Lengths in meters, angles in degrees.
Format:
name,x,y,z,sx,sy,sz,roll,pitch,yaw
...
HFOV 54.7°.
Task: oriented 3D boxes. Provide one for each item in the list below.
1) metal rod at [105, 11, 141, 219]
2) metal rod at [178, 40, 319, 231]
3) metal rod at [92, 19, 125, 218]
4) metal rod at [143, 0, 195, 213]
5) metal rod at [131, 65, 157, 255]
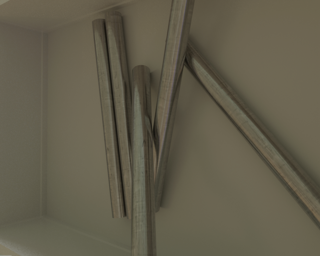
name,x,y,z,sx,sy,sz,roll,pitch,yaw
metal rod,-0.052,-0.022,0.449,0.025,0.025,0.298,-12,83,39
metal rod,0.094,-0.002,0.328,0.025,0.025,0.299,-49,61,29
metal rod,-0.075,-0.018,0.469,0.025,0.025,0.298,-12,83,39
metal rod,0.009,-0.033,0.375,0.025,0.025,0.298,22,112,38
metal rod,-0.020,0.047,0.350,0.025,0.025,0.299,-30,49,36
